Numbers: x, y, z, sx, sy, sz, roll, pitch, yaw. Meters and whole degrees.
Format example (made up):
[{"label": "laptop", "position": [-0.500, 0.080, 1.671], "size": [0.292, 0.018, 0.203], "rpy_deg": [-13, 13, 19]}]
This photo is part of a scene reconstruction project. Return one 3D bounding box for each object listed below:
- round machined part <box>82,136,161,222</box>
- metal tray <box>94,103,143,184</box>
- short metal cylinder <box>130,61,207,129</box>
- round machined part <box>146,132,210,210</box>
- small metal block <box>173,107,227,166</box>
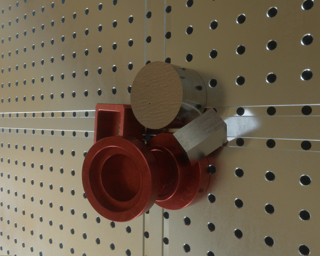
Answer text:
[{"label": "round machined part", "position": [-0.042, 0.058, 0.368], "size": [0.098, 0.042, 0.097], "rpy_deg": [1, 92, 29]}, {"label": "metal tray", "position": [-0.063, 0.031, 0.441], "size": [0.090, 0.030, 0.129], "rpy_deg": [8, 95, 54]}, {"label": "short metal cylinder", "position": [0.010, -0.039, 0.383], "size": [0.080, 0.050, 0.079], "rpy_deg": [0, 90, 39]}, {"label": "round machined part", "position": [0.009, 0.054, 0.388], "size": [0.098, 0.042, 0.097], "rpy_deg": [0, 90, 39]}, {"label": "small metal block", "position": [0.046, 0.011, 0.341], "size": [0.050, 0.050, 0.025], "rpy_deg": [-34, 64, -4]}]
